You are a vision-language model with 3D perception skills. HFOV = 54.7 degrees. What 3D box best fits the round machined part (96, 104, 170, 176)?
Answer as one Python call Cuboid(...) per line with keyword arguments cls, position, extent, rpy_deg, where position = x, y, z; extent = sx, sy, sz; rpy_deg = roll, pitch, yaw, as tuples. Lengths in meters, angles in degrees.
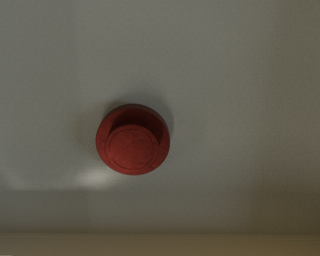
Cuboid(cls="round machined part", position=(-0.036, 0.021, 0.409), extent=(0.099, 0.042, 0.097), rpy_deg=(0, 110, -1))
